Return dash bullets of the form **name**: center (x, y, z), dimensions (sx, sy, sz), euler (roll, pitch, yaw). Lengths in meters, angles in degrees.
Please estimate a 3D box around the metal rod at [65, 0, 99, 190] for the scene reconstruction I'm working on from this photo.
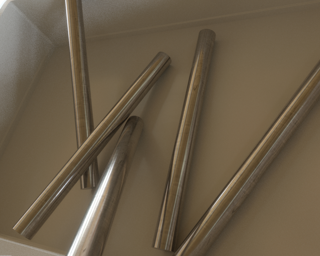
- **metal rod**: center (-0.114, -0.063, 0.445), dimensions (0.025, 0.025, 0.299), euler (-15, 74, 20)

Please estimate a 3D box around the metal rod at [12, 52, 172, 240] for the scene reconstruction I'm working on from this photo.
- **metal rod**: center (-0.074, 0.006, 0.406), dimensions (0.025, 0.025, 0.301), euler (18, 61, 35)

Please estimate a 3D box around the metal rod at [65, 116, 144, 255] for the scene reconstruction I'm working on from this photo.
- **metal rod**: center (-0.048, 0.059, 0.294), dimensions (0.025, 0.025, 0.301), euler (-22, 22, 15)

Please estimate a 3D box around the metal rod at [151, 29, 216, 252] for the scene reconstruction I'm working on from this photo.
- **metal rod**: center (0.036, -0.004, 0.388), dimensions (0.025, 0.025, 0.300), euler (0, 61, 28)

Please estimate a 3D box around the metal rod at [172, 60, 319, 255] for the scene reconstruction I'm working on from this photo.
- **metal rod**: center (0.109, 0.029, 0.329), dimensions (0.025, 0.025, 0.300), euler (33, 79, 38)
